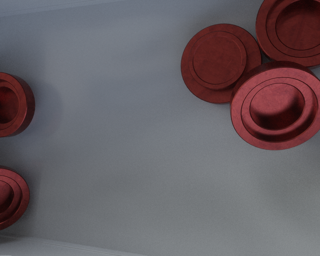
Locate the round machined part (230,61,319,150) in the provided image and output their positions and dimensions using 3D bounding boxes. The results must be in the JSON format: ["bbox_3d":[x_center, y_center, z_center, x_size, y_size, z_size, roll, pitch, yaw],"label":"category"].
[{"bbox_3d":[0.127,-0.027,0.342,0.099,0.042,0.097,4,120,7],"label":"round machined part"}]

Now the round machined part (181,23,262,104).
[{"bbox_3d":[0.072,-0.078,0.376,0.098,0.042,0.097,0,90,19],"label":"round machined part"}]

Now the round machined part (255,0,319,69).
[{"bbox_3d":[0.159,-0.112,0.346,0.098,0.042,0.097,0,90,19],"label":"round machined part"}]

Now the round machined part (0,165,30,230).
[{"bbox_3d":[-0.255,0.104,0.469,0.042,0.099,0.097,12,95,54],"label":"round machined part"}]

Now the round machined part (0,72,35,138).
[{"bbox_3d":[-0.236,-0.035,0.478,0.098,0.042,0.097,0,90,11],"label":"round machined part"}]
